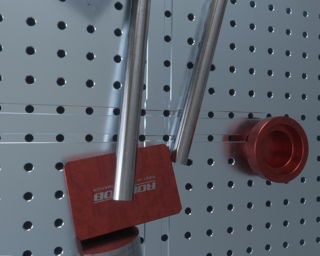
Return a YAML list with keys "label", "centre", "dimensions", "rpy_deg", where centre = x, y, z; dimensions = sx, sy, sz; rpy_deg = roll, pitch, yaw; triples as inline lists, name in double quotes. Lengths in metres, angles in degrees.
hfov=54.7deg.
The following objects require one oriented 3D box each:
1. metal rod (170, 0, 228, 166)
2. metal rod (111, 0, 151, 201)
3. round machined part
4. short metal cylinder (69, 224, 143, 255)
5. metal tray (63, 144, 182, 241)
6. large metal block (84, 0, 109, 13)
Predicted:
- label: "metal rod"
  centre: [0.061, -0.096, 0.436]
  dimensions: [0.025, 0.025, 0.299]
  rpy_deg: [17, 84, -20]
- label: "metal rod"
  centre: [-0.032, -0.065, 0.380]
  dimensions: [0.025, 0.025, 0.298]
  rpy_deg: [8, 79, -20]
- label: "round machined part"
  centre: [0.171, 0.031, 0.469]
  dimensions: [0.099, 0.042, 0.097]
  rpy_deg: [0, 90, -21]
- label: "short metal cylinder"
  centre: [-0.061, 0.152, 0.362]
  dimensions: [0.081, 0.080, 0.050]
  rpy_deg: [-10, 94, -20]
- label: "metal tray"
  centre: [-0.046, 0.076, 0.385]
  dimensions: [0.131, 0.030, 0.090]
  rpy_deg: [-10, 82, -20]
- label: "large metal block"
  centre: [-0.079, -0.203, 0.370]
  dimensions: [0.080, 0.050, 0.080]
  rpy_deg: [37, 78, -17]
